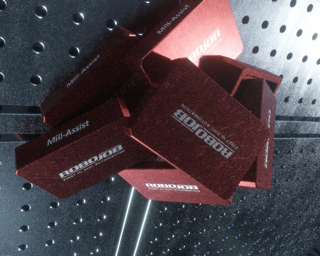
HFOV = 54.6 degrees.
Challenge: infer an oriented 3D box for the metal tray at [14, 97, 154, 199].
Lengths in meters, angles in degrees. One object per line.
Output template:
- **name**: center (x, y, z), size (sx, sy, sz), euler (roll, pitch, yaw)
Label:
- **metal tray**: center (-0.080, 0.027, 0.351), size (0.130, 0.030, 0.090), euler (-26, 145, 2)

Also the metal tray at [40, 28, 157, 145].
- **metal tray**: center (-0.056, -0.035, 0.354), size (0.130, 0.030, 0.090), euler (-44, 129, 1)

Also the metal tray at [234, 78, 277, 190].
- **metal tray**: center (0.123, 0.012, 0.400), size (0.090, 0.030, 0.130), euler (24, 71, -58)

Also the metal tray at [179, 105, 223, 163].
- **metal tray**: center (0.063, 0.013, 0.412), size (0.030, 0.090, 0.130), euler (-39, 129, -1)

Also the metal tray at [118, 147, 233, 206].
- **metal tray**: center (0.019, 0.063, 0.400), size (0.090, 0.130, 0.030), euler (51, 47, -40)

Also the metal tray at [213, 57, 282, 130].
- **metal tray**: center (0.108, -0.038, 0.414), size (0.131, 0.030, 0.089), euler (-1, 121, -51)

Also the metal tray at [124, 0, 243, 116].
- **metal tray**: center (0.033, -0.084, 0.349), size (0.130, 0.030, 0.090), euler (-47, 133, -14)

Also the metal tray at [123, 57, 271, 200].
- **metal tray**: center (0.041, 0.003, 0.317), size (0.130, 0.030, 0.090), euler (36, 84, -19)
